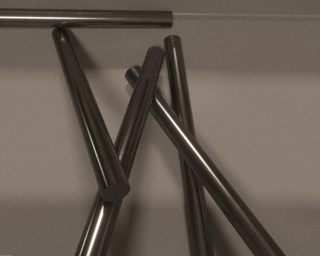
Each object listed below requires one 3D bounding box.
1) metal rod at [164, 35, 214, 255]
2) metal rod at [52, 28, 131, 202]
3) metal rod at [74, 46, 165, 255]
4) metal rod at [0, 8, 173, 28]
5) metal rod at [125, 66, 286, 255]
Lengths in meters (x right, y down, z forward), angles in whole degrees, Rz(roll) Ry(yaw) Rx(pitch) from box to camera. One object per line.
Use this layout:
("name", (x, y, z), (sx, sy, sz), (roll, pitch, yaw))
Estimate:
("metal rod", (0.034, 0.010, 0.406), (0.025, 0.025, 0.299), (-6, 70, -3))
("metal rod", (-0.092, -0.042, 0.360), (0.025, 0.025, 0.300), (-22, 47, -8))
("metal rod", (-0.033, 0.009, 0.336), (0.025, 0.025, 0.300), (11, 50, 4))
("metal rod", (-0.132, -0.158, 0.445), (0.302, 0.025, 0.025), (-3, 70, -10))
("metal rod", (0.039, 0.030, 0.367), (0.025, 0.025, 0.300), (-30, 61, -11))
